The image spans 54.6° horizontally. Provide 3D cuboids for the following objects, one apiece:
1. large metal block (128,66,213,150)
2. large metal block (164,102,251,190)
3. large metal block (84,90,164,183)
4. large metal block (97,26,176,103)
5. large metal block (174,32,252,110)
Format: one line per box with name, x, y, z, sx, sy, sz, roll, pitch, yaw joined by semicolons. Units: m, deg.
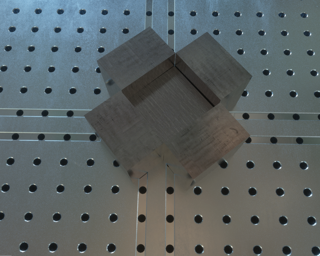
large metal block;0.013;-0.019;0.404;0.080;0.050;0.080;-37;73;-10
large metal block;0.052;0.025;0.375;0.080;0.080;0.050;-35;74;-12
large metal block;-0.040;0.014;0.377;0.050;0.080;0.080;-37;75;-12
large metal block;-0.028;-0.072;0.409;0.080;0.080;0.050;-37;74;-12
large metal block;0.064;-0.062;0.406;0.050;0.080;0.080;-37;75;-12
